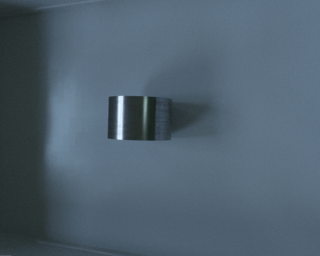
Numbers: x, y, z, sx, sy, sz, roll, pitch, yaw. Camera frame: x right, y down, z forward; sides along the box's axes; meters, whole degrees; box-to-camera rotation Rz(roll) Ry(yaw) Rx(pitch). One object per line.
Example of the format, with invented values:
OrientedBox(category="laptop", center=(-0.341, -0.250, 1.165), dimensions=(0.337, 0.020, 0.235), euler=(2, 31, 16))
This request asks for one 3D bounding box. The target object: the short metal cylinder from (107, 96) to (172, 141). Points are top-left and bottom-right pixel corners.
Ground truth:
OrientedBox(category="short metal cylinder", center=(-0.025, -0.012, 0.387), dimensions=(0.080, 0.080, 0.050), euler=(2, 91, 20))
